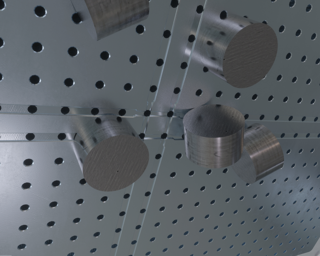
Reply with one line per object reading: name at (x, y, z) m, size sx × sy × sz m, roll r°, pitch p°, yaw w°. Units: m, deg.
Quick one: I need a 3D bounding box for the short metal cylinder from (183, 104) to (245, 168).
short metal cylinder at (0.073, 0.009, 0.421) m, size 0.081 × 0.080 × 0.050 m, roll -19°, pitch 126°, yaw -18°

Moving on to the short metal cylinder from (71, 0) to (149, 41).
short metal cylinder at (-0.051, -0.124, 0.271) m, size 0.050 × 0.080 × 0.080 m, roll -28°, pitch 128°, yaw -11°

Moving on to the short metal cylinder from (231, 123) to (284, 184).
short metal cylinder at (0.142, 0.039, 0.477) m, size 0.050 × 0.080 × 0.080 m, roll -25°, pitch 128°, yaw -13°

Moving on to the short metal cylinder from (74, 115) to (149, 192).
short metal cylinder at (-0.060, 0.031, 0.381) m, size 0.081 × 0.050 × 0.079 m, roll -14°, pitch 124°, yaw -21°

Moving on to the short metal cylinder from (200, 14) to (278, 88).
short metal cylinder at (0.098, -0.096, 0.389) m, size 0.081 × 0.050 × 0.079 m, roll -14°, pitch 124°, yaw -21°
